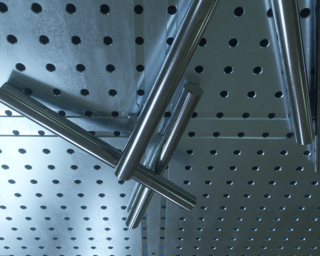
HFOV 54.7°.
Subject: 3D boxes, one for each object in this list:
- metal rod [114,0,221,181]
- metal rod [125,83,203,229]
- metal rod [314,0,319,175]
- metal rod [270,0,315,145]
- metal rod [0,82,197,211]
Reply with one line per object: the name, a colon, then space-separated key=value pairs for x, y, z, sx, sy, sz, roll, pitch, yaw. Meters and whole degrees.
metal rod: x=0.011 y=-0.058 z=0.334 sx=0.025 sy=0.025 sz=0.298 roll=18 pitch=119 yaw=-15
metal rod: x=-0.005 y=0.061 z=0.463 sx=0.025 sy=0.025 sz=0.298 roll=13 pitch=129 yaw=-12
metal rod: x=0.202 y=-0.045 z=0.375 sx=0.025 sy=0.025 sz=0.299 roll=-14 pitch=129 yaw=11
metal rod: x=0.142 y=-0.091 z=0.336 sx=0.025 sy=0.025 sz=0.299 roll=-18 pitch=128 yaw=14
metal rod: x=-0.072 y=0.034 z=0.417 sx=0.301 sy=0.025 sz=0.025 roll=34 pitch=122 yaw=-18
